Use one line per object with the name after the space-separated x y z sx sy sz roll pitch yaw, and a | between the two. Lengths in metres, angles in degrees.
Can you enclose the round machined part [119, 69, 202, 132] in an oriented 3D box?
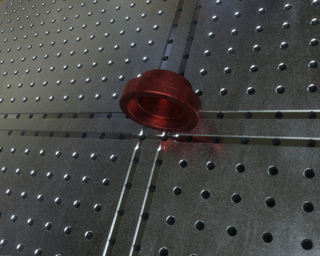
0.003 -0.035 0.380 0.098 0.098 0.042 0 62 28 | round machined part
